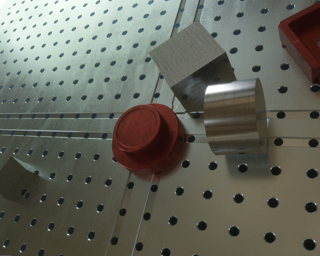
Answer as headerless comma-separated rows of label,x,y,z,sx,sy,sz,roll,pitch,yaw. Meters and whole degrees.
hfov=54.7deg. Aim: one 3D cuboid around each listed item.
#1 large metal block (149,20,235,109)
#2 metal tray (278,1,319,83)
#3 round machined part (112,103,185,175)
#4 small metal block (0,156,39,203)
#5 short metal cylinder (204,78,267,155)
large metal block,0.042,-0.087,0.424,0.080,0.050,0.080,-32,52,7
metal tray,0.220,-0.118,0.361,0.130,0.030,0.090,-26,53,12
round machined part,-0.021,0.008,0.404,0.098,0.042,0.098,-13,56,21
small metal block,-0.225,0.079,0.478,0.050,0.025,0.050,26,76,37
short metal cylinder,0.084,-0.011,0.335,0.050,0.080,0.080,-5,60,26
